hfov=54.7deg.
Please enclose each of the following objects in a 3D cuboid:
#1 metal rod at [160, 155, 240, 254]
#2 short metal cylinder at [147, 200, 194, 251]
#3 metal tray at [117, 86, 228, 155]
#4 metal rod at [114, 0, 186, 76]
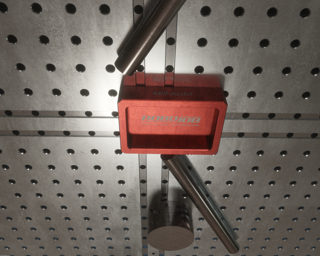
[{"bbox_3d":[0.079,0.138,0.530,0.025,0.025,0.299,-21,127,17],"label":"metal rod"},{"bbox_3d":[0.018,0.172,0.542,0.081,0.050,0.079,0,130,0],"label":"short metal cylinder"},{"bbox_3d":[0.014,-0.007,0.402,0.131,0.030,0.089,1,130,-2],"label":"metal tray"},{"bbox_3d":[0.043,-0.162,0.273,0.025,0.025,0.298,27,125,-22],"label":"metal rod"}]
